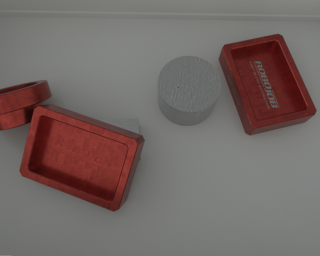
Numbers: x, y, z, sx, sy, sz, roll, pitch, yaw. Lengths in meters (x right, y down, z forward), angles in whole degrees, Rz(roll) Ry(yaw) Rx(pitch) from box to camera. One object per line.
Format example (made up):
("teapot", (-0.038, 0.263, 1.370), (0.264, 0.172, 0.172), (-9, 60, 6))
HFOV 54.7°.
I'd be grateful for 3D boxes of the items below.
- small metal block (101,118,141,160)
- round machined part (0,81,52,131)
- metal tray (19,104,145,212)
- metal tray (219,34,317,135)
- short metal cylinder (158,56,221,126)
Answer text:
("small metal block", (-0.051, 0.016, 0.403), (0.050, 0.025, 0.050), (-4, 70, -2))
("round machined part", (-0.185, -0.027, 0.389), (0.099, 0.098, 0.042), (-14, 107, -6))
("metal tray", (-0.093, 0.033, 0.369), (0.131, 0.030, 0.089), (19, 100, 8))
("metal tray", (0.146, -0.063, 0.431), (0.091, 0.030, 0.130), (-13, 71, -5))
("short metal cylinder", (0.037, -0.049, 0.415), (0.081, 0.050, 0.080), (0, 70, 0))
